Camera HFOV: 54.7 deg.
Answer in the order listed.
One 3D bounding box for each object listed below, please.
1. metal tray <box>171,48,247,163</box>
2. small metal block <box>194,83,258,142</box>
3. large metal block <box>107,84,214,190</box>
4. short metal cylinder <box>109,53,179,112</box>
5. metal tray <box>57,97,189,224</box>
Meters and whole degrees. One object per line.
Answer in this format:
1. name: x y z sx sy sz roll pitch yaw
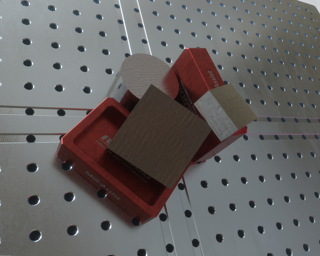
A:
1. metal tray: 0.051 -0.030 0.414 0.030 0.090 0.130 -10 67 -33
2. small metal block: 0.073 -0.019 0.340 0.050 0.025 0.050 -22 74 -48
3. large metal block: -0.002 0.009 0.347 0.080 0.050 0.080 35 87 -6
4. short metal cylinder: -0.022 -0.052 0.413 0.081 0.050 0.080 14 56 -21
5. metal tray: -0.040 0.035 0.362 0.130 0.030 0.090 40 51 -1
